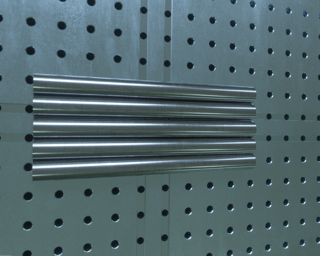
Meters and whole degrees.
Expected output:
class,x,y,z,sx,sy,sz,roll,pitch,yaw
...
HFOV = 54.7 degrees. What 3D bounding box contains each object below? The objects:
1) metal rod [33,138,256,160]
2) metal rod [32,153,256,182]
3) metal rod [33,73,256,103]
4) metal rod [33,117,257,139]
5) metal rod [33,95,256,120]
class,x,y,z,sx,sy,sz,roll,pitch,yaw
metal rod,-0.005,0.026,0.411,0.303,0.025,0.025,0,90,-21
metal rod,-0.006,0.050,0.411,0.303,0.025,0.025,0,90,-21
metal rod,-0.005,-0.050,0.412,0.303,0.025,0.025,0,90,-21
metal rod,-0.005,0.001,0.412,0.303,0.025,0.025,0,90,-21
metal rod,-0.005,-0.025,0.412,0.303,0.025,0.025,0,90,-21
